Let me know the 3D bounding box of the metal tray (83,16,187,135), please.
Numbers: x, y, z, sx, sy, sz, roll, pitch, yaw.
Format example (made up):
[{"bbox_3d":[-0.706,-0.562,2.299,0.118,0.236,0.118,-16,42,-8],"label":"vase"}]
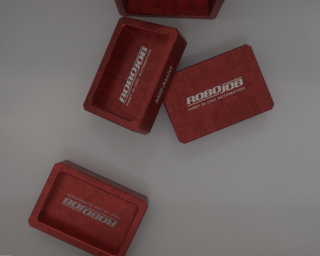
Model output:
[{"bbox_3d":[-0.033,-0.067,0.389,0.090,0.030,0.129,23,90,27],"label":"metal tray"}]

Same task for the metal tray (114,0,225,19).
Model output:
[{"bbox_3d":[0.011,-0.165,0.378,0.131,0.090,0.030,2,90,0],"label":"metal tray"}]

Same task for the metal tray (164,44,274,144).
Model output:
[{"bbox_3d":[0.071,-0.044,0.409,0.131,0.030,0.090,-22,90,0],"label":"metal tray"}]

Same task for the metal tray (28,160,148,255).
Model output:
[{"bbox_3d":[-0.091,0.109,0.408,0.131,0.030,0.090,25,90,0],"label":"metal tray"}]
